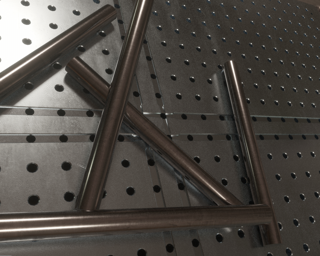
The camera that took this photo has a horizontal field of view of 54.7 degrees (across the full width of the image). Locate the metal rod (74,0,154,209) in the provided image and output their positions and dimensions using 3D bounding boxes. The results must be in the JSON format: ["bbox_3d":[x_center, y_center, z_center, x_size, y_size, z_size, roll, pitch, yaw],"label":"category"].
[{"bbox_3d":[-0.048,-0.048,0.378,0.025,0.025,0.299,20,65,-17],"label":"metal rod"}]

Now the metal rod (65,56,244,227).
[{"bbox_3d":[-0.001,0.017,0.398,0.300,0.025,0.025,42,51,0],"label":"metal rod"}]

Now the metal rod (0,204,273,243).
[{"bbox_3d":[-0.009,0.096,0.321,0.302,0.025,0.025,4,60,-23],"label":"metal rod"}]

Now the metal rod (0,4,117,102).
[{"bbox_3d":[-0.146,-0.084,0.381,0.025,0.025,0.301,39,51,-3],"label":"metal rod"}]

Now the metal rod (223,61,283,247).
[{"bbox_3d":[0.134,0.020,0.470,0.025,0.025,0.299,9,58,-24],"label":"metal rod"}]
